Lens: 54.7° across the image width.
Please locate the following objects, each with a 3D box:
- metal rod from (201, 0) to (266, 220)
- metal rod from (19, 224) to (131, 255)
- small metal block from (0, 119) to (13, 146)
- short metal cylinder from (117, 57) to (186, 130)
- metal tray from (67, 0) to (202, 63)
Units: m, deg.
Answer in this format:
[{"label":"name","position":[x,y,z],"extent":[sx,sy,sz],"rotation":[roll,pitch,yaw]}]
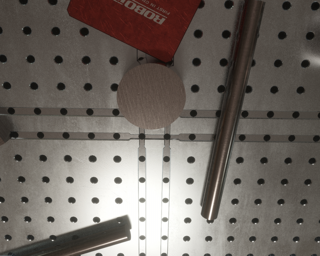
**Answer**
[{"label":"metal rod","position":[0.092,-0.009,0.411],"extent":[0.025,0.025,0.298],"rotation":[6,110,-3]},{"label":"metal rod","position":[-0.191,0.205,0.486],"extent":[0.301,0.025,0.025],"rotation":[-18,109,6]},{"label":"small metal block","position":[-0.237,0.006,0.412],"extent":[0.050,0.025,0.050],"rotation":[-27,108,9]},{"label":"short metal cylinder","position":[-0.010,-0.044,0.384],"extent":[0.081,0.050,0.079],"rotation":[0,110,-1]},{"label":"metal tray","position":[-0.028,-0.144,0.357],"extent":[0.131,0.030,0.089],"rotation":[24,108,-9]}]
